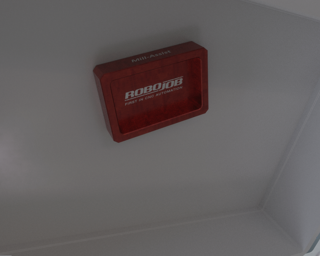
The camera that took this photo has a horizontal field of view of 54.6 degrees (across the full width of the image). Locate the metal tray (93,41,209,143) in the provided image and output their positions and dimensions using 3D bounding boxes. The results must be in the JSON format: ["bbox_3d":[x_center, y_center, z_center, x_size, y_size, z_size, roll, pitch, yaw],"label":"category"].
[{"bbox_3d":[-0.005,-0.044,0.374,0.131,0.030,0.090,-19,126,-17],"label":"metal tray"}]
